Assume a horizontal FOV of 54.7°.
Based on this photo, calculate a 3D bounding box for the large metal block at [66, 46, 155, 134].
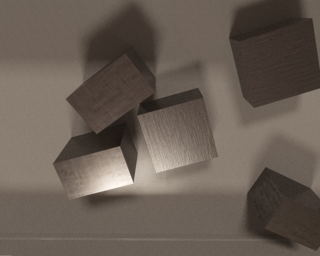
[{"bbox_3d":[-0.053,-0.048,0.364,0.080,0.080,0.050,-35,107,11],"label":"large metal block"}]

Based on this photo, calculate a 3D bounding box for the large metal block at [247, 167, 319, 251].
[{"bbox_3d":[0.178,0.108,0.424,0.080,0.080,0.050,25,108,-10],"label":"large metal block"}]

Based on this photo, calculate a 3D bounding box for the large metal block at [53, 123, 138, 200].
[{"bbox_3d":[-0.077,0.039,0.395,0.080,0.080,0.050,-15,110,5],"label":"large metal block"}]

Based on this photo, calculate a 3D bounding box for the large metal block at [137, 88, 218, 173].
[{"bbox_3d":[0.023,0.002,0.399,0.080,0.050,0.080,-15,110,5],"label":"large metal block"}]

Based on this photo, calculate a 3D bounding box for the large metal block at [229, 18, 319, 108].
[{"bbox_3d":[0.137,-0.079,0.371,0.080,0.050,0.080,-17,110,6],"label":"large metal block"}]
